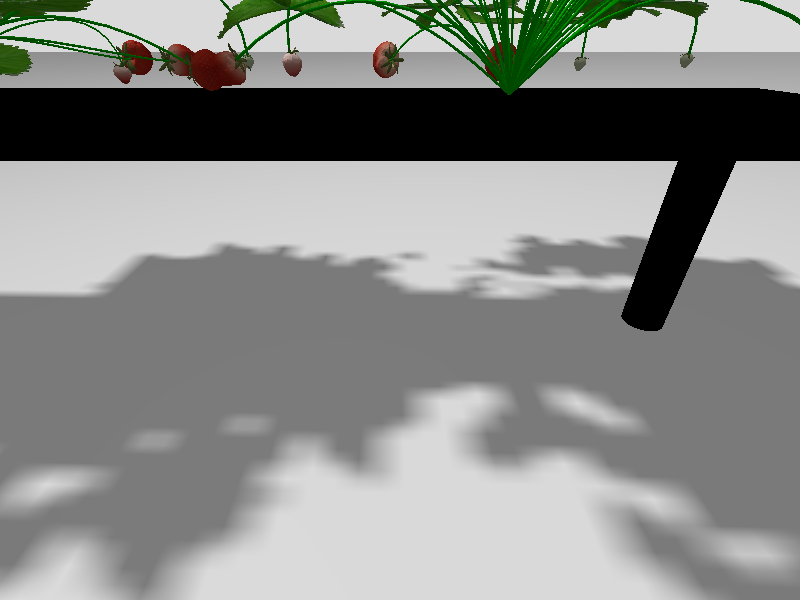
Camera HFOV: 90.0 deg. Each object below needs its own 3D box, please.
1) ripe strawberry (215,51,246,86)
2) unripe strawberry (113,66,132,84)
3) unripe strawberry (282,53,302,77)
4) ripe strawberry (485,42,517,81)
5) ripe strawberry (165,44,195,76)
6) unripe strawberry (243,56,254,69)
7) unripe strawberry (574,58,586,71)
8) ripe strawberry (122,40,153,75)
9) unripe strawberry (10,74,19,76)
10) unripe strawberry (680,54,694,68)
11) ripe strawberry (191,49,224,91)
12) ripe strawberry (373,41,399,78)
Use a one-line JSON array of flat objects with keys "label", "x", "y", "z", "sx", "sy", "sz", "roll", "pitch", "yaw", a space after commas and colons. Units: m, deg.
[{"label": "ripe strawberry", "x": -0.146, "y": -0.195, "z": 0.341, "sx": 0.028, "sy": 0.027, "sz": 0.030, "roll": -26, "pitch": 24, "yaw": 26}, {"label": "unripe strawberry", "x": -0.266, "y": -0.217, "z": 0.386, "sx": 0.015, "sy": 0.015, "sz": 0.016, "roll": -27, "pitch": 42, "yaw": -35}, {"label": "unripe strawberry", "x": -0.123, "y": -0.269, "z": 0.458, "sx": 0.020, "sy": 0.024, "sz": 0.024, "roll": 25, "pitch": 41, "yaw": 33}, {"label": "ripe strawberry", "x": 0.108, "y": -0.254, "z": 0.426, "sx": 0.034, "sy": 0.036, "sz": 0.037, "roll": 5, "pitch": 33, "yaw": 7}, {"label": "ripe strawberry", "x": -0.242, "y": -0.269, "z": 0.449, "sx": 0.036, "sy": 0.031, "sz": 0.036, "roll": 21, "pitch": 38, "yaw": 29}, {"label": "unripe strawberry", "x": -0.157, "y": -0.245, "z": 0.414, "sx": 0.011, "sy": 0.011, "sz": 0.011, "roll": -19, "pitch": 37, "yaw": -26}, {"label": "unripe strawberry", "x": 0.212, "y": -0.278, "z": 0.473, "sx": 0.013, "sy": 0.014, "sz": 0.014, "roll": 19, "pitch": 38, "yaw": 27}, {"label": "ripe strawberry", "x": -0.308, "y": -0.286, "z": 0.473, "sx": 0.031, "sy": 0.036, "sz": 0.034, "roll": 9, "pitch": 33, "yaw": 13}, {"label": "unripe strawberry", "x": -0.441, "y": -0.260, "z": 0.455, "sx": 0.014, "sy": 0.012, "sz": 0.012, "roll": -14, "pitch": -9, "yaw": -20}, {"label": "unripe strawberry", "x": 0.279, "y": -0.233, "z": 0.391, "sx": 0.010, "sy": 0.011, "sz": 0.011, "roll": -16, "pitch": 36, "yaw": -23}, {"label": "ripe strawberry", "x": -0.157, "y": -0.193, "z": 0.337, "sx": 0.032, "sy": 0.031, "sz": 0.029, "roll": -2, "pitch": 33, "yaw": -11}, {"label": "ripe strawberry", "x": -0.017, "y": -0.261, "z": 0.436, "sx": 0.030, "sy": 0.034, "sz": 0.032, "roll": -19, "pitch": 32, "yaw": -27}]
